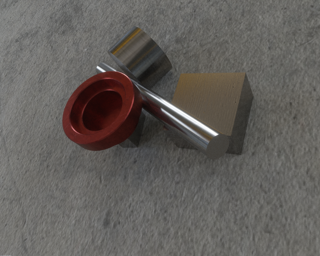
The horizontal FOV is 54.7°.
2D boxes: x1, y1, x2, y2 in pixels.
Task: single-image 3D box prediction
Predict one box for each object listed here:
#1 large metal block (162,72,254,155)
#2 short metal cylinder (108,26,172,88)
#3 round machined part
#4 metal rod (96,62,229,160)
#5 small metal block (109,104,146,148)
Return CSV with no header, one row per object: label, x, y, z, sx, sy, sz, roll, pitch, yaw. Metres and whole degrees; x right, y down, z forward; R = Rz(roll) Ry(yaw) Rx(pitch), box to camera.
large metal block,0.059,-0.018,0.369,0.080,0.050,0.080,5,64,30
short metal cylinder,-0.029,-0.097,0.443,0.050,0.080,0.080,-45,51,-3
round machined part,-0.064,-0.017,0.374,0.098,0.042,0.098,-12,58,21
metal rod,-0.021,-0.040,0.391,0.025,0.025,0.300,-46,37,-4
small metal block,-0.046,-0.006,0.416,0.025,0.050,0.050,-2,61,27
